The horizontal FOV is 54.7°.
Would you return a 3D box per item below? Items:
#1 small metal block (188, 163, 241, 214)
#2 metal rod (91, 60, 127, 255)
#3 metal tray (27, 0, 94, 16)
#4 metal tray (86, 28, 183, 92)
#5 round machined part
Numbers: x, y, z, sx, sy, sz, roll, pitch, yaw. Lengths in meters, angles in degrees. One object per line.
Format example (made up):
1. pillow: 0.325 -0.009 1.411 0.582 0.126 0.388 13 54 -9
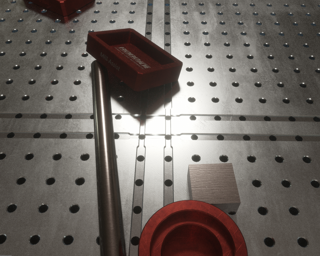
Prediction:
1. small metal block: 0.059 0.068 0.351 0.050 0.025 0.050 -1 50 -2
2. metal rod: -0.070 0.015 0.393 0.025 0.025 0.300 -7 50 -7
3. metal tray: -0.211 -0.281 0.637 0.130 0.030 0.090 28 55 21
4. metal tray: -0.041 -0.110 0.479 0.091 0.030 0.130 -22 52 -40
5. round machined part: 0.029 0.122 0.294 0.099 0.042 0.098 0 50 0
